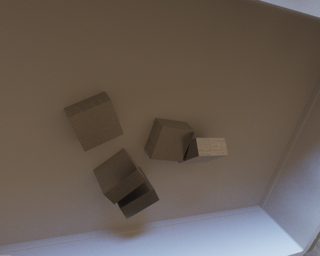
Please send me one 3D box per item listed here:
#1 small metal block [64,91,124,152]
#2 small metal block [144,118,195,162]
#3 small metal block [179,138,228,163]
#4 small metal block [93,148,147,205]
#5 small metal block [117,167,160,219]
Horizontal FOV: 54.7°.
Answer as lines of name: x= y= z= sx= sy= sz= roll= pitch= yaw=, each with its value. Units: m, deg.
small metal block: x=-0.076 y=-0.008 z=0.362 sx=0.050 sy=0.025 sz=0.050 roll=-25 pitch=128 yaw=-13
small metal block: x=0.012 y=0.017 z=0.424 sx=0.050 sy=0.025 sz=0.050 roll=8 pitch=114 yaw=-30
small metal block: x=0.059 y=0.032 z=0.443 sx=0.050 sy=0.025 sz=0.050 roll=1 pitch=163 yaw=-30
small metal block: x=-0.053 y=0.061 z=0.401 sx=0.050 sy=0.050 sz=0.025 roll=-36 pitch=129 yaw=-4
small metal block: x=-0.036 y=0.088 z=0.427 sx=0.050 sy=0.050 sz=0.025 roll=-29 pitch=128 yaw=-10
